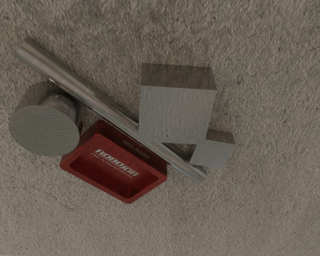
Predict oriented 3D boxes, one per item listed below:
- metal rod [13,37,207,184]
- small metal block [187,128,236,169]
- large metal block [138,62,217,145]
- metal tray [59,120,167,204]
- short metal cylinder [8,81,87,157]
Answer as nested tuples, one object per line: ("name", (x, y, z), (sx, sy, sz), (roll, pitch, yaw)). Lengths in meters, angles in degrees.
("metal rod", (-0.044, -0.007, 0.401), (0.025, 0.025, 0.301), (-37, 122, 27))
("small metal block", (0.071, 0.028, 0.434), (0.050, 0.025, 0.050), (10, 130, -9))
("large metal block", (0.017, -0.028, 0.369), (0.081, 0.050, 0.079), (3, 130, -3))
("metal tray", (-0.064, 0.054, 0.451), (0.130, 0.030, 0.090), (36, 121, -27))
("short metal cylinder", (-0.135, -0.011, 0.381), (0.081, 0.050, 0.079), (0, 130, 0))
